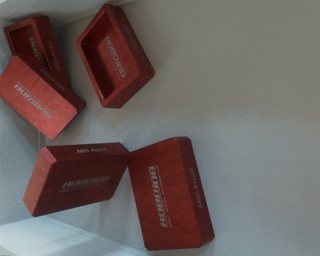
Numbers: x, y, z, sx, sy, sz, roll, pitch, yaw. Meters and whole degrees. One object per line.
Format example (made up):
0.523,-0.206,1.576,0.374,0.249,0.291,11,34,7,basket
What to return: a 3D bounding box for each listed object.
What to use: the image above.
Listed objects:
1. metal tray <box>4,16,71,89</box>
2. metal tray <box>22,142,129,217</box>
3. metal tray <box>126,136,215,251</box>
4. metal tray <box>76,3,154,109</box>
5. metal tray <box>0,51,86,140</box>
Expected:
-0.214,-0.120,0.542,0.090,0.030,0.129,-1,111,35,metal tray
-0.109,0.067,0.425,0.030,0.131,0.089,40,114,32,metal tray
0.009,0.084,0.394,0.090,0.030,0.129,-21,77,37,metal tray
-0.071,-0.105,0.459,0.090,0.030,0.130,-39,67,33,metal tray
-0.202,-0.052,0.519,0.130,0.030,0.090,43,121,-10,metal tray
